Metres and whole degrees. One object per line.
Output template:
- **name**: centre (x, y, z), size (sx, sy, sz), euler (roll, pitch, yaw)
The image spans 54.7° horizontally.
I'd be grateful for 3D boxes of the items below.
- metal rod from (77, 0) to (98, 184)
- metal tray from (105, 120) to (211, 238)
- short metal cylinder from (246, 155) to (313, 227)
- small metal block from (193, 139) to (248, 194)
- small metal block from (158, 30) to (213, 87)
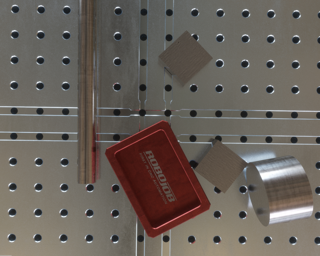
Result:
- **metal rod**: centre (-0.096, -0.077, 0.412), size (0.025, 0.025, 0.298), euler (0, 90, -1)
- **metal tray**: centre (-0.003, 0.065, 0.410), size (0.090, 0.030, 0.130), euler (-27, 90, -1)
- **short metal cylinder**: centre (0.146, 0.078, 0.388), size (0.050, 0.080, 0.080), euler (-10, 90, -1)
- **small metal block**: centre (0.080, 0.050, 0.415), size (0.050, 0.025, 0.050), euler (38, 90, 0)
- **small metal block**: centre (0.033, -0.092, 0.414), size (0.050, 0.025, 0.050), euler (-43, 91, 0)
